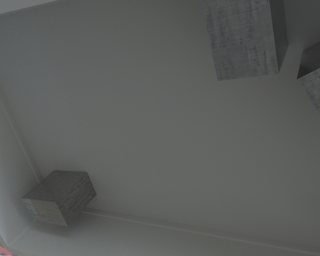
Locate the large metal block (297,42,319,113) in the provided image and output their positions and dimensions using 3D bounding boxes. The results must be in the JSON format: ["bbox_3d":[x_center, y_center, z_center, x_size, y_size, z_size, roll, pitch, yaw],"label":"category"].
[{"bbox_3d":[0.165,-0.035,0.264,0.050,0.080,0.080,-30,102,38],"label":"large metal block"}]

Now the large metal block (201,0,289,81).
[{"bbox_3d":[0.078,-0.096,0.273,0.050,0.080,0.080,-3,117,30],"label":"large metal block"}]

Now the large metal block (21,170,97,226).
[{"bbox_3d":[-0.173,0.118,0.538,0.080,0.080,0.050,-2,118,29],"label":"large metal block"}]
